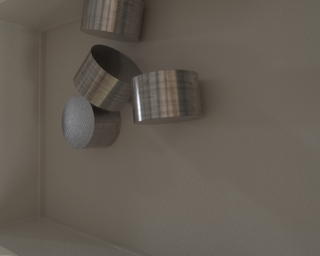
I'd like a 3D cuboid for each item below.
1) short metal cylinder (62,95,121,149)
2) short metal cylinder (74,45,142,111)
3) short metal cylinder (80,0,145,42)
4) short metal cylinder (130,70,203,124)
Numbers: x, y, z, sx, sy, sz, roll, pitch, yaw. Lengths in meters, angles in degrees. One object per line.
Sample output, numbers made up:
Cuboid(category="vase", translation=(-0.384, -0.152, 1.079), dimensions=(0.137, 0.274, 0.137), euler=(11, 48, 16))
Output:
Cuboid(category="short metal cylinder", translation=(-0.106, -0.009, 0.475), dimensions=(0.080, 0.050, 0.079), euler=(0, 90, 39))
Cuboid(category="short metal cylinder", translation=(-0.070, -0.069, 0.427), dimensions=(0.050, 0.081, 0.080), euler=(-49, 61, 28))
Cuboid(category="short metal cylinder", translation=(-0.064, -0.151, 0.422), dimensions=(0.080, 0.081, 0.050), euler=(15, 100, 38))
Cuboid(category="short metal cylinder", translation=(0.008, -0.033, 0.363), dimensions=(0.080, 0.081, 0.050), euler=(-9, 85, 39))
